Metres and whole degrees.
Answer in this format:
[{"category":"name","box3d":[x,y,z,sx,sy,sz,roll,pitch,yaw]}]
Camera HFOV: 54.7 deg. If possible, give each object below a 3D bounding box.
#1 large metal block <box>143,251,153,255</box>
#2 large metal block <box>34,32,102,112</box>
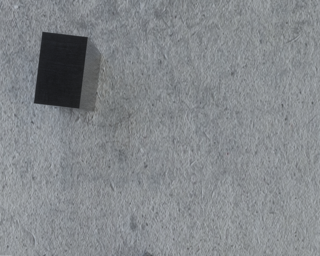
[{"category":"large metal block","box3d":[-0.024,0.215,0.382,0.050,0.080,0.080,40,90,0]},{"category":"large metal block","box3d":[-0.109,-0.064,0.381,0.050,0.080,0.080,7,90,0]}]
